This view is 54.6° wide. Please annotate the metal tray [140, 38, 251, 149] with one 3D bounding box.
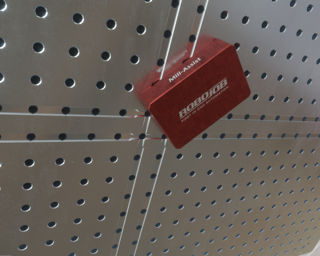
[{"bbox_3d":[0.050,-0.043,0.408,0.130,0.030,0.090,-37,129,-4],"label":"metal tray"}]
